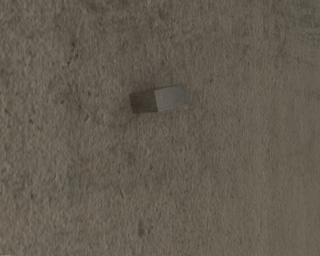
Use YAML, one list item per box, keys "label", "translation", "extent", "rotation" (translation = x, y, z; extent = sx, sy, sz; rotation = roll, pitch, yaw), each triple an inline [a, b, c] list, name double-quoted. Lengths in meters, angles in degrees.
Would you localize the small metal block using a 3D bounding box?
- label: "small metal block"
  translation: [-0.002, -0.037, 0.386]
  extent: [0.050, 0.050, 0.025]
  rotation: [-19, 102, -38]
